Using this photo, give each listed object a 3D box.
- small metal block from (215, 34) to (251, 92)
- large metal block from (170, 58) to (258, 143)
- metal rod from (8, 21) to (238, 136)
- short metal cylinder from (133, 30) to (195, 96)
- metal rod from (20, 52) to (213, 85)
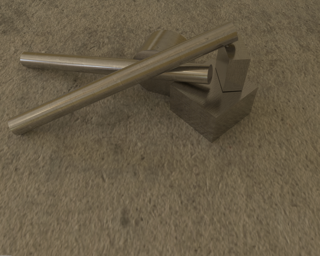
[{"bbox_3d":[0.090,-0.082,0.390,0.025,0.050,0.050,-4,51,-3],"label":"small metal block"},{"bbox_3d":[0.070,-0.039,0.421,0.080,0.050,0.080,-35,58,-25],"label":"large metal block"},{"bbox_3d":[-0.051,-0.058,0.384,0.301,0.025,0.025,-22,51,8],"label":"metal rod"},{"bbox_3d":[0.005,-0.093,0.449,0.080,0.080,0.050,16,52,13],"label":"short metal cylinder"},{"bbox_3d":[-0.076,-0.088,0.441,0.301,0.025,0.025,9,50,22],"label":"metal rod"}]
